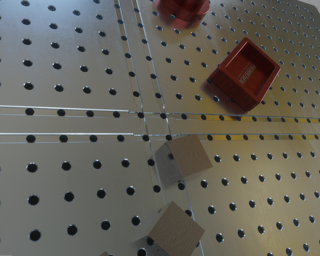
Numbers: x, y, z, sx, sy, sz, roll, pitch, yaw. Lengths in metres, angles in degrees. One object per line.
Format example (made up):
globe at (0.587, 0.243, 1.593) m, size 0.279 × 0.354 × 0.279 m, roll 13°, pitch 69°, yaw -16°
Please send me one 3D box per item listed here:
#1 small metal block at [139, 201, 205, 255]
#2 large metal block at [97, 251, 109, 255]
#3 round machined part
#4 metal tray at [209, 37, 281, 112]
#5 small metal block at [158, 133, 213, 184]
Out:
small metal block at (0.014, 0.119, 0.344) m, size 0.050 × 0.025 × 0.050 m, roll 43°, pitch 51°, yaw 1°
large metal block at (-0.073, 0.149, 0.243) m, size 0.081 × 0.080 × 0.050 m, roll -27°, pitch 77°, yaw -37°
round machined part at (0.052, -0.250, 0.580) m, size 0.099 × 0.042 × 0.098 m, roll 14°, pitch 56°, yaw -21°
metal tray at (0.154, -0.099, 0.550) m, size 0.090 × 0.030 × 0.131 m, roll 42°, pitch 51°, yaw 0°
small metal block at (0.033, 0.039, 0.404) m, size 0.050 × 0.025 × 0.050 m, roll -13°, pitch 69°, yaw -34°
